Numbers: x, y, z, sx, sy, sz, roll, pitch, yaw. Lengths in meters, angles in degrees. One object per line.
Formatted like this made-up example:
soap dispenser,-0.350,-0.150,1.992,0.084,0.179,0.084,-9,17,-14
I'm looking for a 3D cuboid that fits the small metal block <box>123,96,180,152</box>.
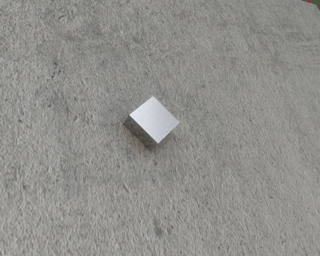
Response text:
small metal block,-0.011,-0.006,0.405,0.050,0.025,0.050,45,51,3
